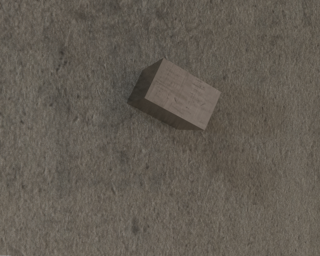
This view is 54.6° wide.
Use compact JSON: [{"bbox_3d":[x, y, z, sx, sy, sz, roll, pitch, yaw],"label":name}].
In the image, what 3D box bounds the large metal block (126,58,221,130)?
[{"bbox_3d":[0.014,-0.037,0.385,0.080,0.080,0.050,27,81,-18],"label":"large metal block"}]
